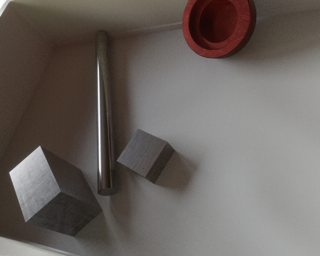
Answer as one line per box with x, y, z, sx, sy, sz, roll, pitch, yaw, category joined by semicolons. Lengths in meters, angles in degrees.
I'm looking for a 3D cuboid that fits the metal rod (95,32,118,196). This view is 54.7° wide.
-0.085;-0.042;0.473;0.025;0.025;0.299;-20;54;16;metal rod

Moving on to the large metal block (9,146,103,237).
-0.129;0.080;0.387;0.050;0.080;0.080;-42;51;0;large metal block

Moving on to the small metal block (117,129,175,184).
-0.018;0.035;0.392;0.050;0.025;0.050;23;74;36;small metal block

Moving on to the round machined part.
0.083;-0.143;0.418;0.098;0.042;0.097;7;102;36;round machined part
